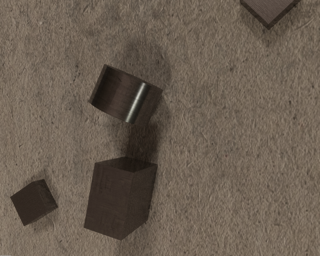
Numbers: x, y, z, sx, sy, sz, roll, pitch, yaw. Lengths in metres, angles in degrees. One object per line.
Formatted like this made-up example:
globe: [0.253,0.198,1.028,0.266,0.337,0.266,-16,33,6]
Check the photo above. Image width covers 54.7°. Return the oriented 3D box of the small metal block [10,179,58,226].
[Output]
small metal block: [-0.193,0.114,0.475,0.050,0.025,0.050,-33,80,16]

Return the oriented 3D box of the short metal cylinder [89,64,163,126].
short metal cylinder: [-0.043,-0.042,0.394,0.080,0.080,0.050,27,99,17]

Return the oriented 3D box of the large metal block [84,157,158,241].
large metal block: [-0.047,0.084,0.395,0.050,0.080,0.079,12,94,19]

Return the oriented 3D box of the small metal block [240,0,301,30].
small metal block: [0.130,-0.153,0.363,0.050,0.025,0.050,-43,77,14]
